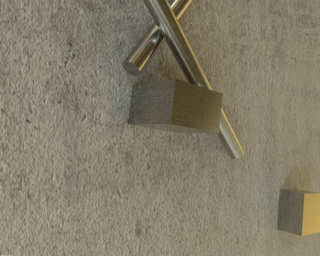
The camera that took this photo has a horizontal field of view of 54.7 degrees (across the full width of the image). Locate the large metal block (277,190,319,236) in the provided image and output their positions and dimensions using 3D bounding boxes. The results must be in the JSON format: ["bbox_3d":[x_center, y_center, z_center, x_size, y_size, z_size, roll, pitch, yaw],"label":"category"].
[{"bbox_3d":[0.287,0.170,0.633,0.081,0.050,0.080,10,84,-40],"label":"large metal block"}]

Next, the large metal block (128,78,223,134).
[{"bbox_3d":[0.019,-0.024,0.387,0.081,0.080,0.050,10,84,-40],"label":"large metal block"}]

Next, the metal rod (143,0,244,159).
[{"bbox_3d":[0.056,-0.061,0.432,0.025,0.025,0.299,-54,128,-26],"label":"metal rod"}]

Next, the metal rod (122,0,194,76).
[{"bbox_3d":[0.038,-0.188,0.437,0.025,0.025,0.300,47,62,-30],"label":"metal rod"}]
